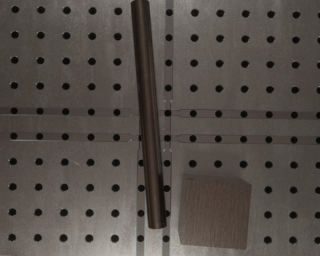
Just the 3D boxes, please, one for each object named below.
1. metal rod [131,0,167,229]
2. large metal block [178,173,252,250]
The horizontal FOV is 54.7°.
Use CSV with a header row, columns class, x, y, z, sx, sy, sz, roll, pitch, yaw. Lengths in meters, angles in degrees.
class,x,y,z,sx,sy,sz,roll,pitch,yaw
metal rod,-0.015,-0.018,0.413,0.025,0.025,0.298,-5,90,-1
large metal block,0.068,0.105,0.402,0.081,0.050,0.079,5,90,-1
